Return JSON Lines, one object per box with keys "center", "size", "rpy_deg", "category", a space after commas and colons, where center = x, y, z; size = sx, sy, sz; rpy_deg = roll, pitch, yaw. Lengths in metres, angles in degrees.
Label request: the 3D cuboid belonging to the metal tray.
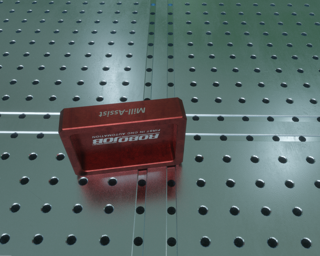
{"center": [-0.039, 0.012, 0.354], "size": [0.131, 0.090, 0.030], "rpy_deg": [-6, 51, -5], "category": "metal tray"}
